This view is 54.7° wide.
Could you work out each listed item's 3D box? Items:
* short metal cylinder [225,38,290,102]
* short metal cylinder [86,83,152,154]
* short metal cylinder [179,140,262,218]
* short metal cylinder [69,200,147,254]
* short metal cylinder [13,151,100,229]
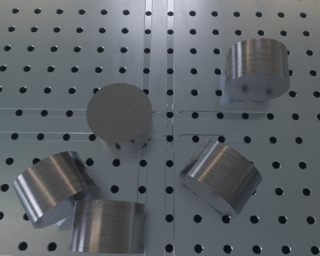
[{"bbox_3d":[0.127,-0.074,0.410,0.080,0.080,0.050,4,70,1],"label":"short metal cylinder"},{"bbox_3d":[-0.050,-0.011,0.402,0.081,0.050,0.080,0,70,0],"label":"short metal cylinder"},{"bbox_3d":[0.069,0.059,0.361,0.080,0.080,0.050,36,74,12],"label":"short metal cylinder"},{"bbox_3d":[-0.056,0.109,0.342,0.080,0.080,0.050,2,70,1],"label":"short metal cylinder"},{"bbox_3d":[-0.117,0.071,0.356,0.080,0.080,0.050,-33,73,-11],"label":"short metal cylinder"}]
